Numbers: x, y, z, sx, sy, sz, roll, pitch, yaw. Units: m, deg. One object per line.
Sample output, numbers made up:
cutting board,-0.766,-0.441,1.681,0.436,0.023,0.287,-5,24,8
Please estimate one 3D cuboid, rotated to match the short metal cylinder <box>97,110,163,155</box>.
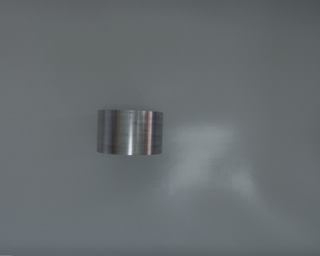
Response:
short metal cylinder,-0.037,0.005,0.384,0.080,0.080,0.050,2,90,0
